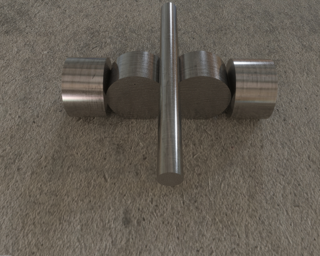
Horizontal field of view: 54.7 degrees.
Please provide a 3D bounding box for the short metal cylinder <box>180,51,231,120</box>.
[{"bbox_3d":[0.051,-0.056,0.416,0.080,0.080,0.050,1,50,0],"label":"short metal cylinder"}]

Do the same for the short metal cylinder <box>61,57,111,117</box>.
[{"bbox_3d":[-0.094,-0.054,0.414,0.050,0.080,0.080,1,50,0],"label":"short metal cylinder"}]

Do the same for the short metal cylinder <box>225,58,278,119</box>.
[{"bbox_3d":[0.117,-0.052,0.414,0.050,0.080,0.080,1,50,0],"label":"short metal cylinder"}]

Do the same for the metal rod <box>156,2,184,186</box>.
[{"bbox_3d":[0.012,-0.067,0.381,0.025,0.025,0.300,1,50,0],"label":"metal rod"}]

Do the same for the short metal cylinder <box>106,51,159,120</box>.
[{"bbox_3d":[-0.029,-0.055,0.416,0.080,0.080,0.050,1,50,0],"label":"short metal cylinder"}]
